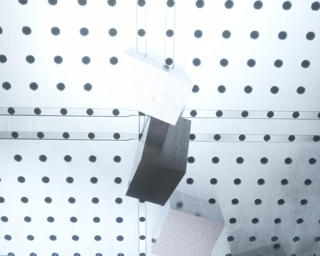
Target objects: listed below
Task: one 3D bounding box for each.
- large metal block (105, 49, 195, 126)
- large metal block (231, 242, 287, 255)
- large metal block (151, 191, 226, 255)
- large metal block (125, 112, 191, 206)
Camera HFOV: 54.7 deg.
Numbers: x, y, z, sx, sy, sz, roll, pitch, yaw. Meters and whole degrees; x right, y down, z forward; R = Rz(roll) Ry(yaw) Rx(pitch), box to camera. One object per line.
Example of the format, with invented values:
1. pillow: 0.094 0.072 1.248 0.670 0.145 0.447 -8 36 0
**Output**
1. large metal block: -0.012 -0.051 0.364 0.080 0.080 0.050 22 106 -8
2. large metal block: 0.168 0.239 0.491 0.080 0.050 0.080 -19 109 6
3. large metal block: 0.039 0.146 0.455 0.080 0.050 0.079 18 109 -7
4. large metal block: -0.002 0.037 0.383 0.050 0.080 0.079 17 137 -7
